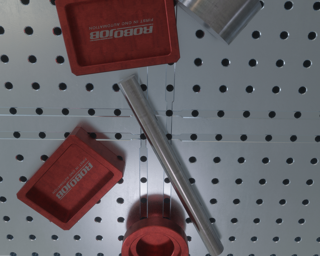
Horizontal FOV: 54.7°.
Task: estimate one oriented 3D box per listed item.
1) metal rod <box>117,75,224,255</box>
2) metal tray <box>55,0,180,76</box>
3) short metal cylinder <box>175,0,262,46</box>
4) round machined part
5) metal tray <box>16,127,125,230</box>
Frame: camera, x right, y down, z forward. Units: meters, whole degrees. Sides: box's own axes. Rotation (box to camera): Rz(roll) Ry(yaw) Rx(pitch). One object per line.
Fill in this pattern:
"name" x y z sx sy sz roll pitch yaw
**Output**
"metal rod" 0.023 0.065 0.437 0.025 0.025 0.299 -25 109 8
"metal tray" -0.046 -0.116 0.367 0.131 0.030 0.089 -7 110 2
"short metal cylinder" 0.061 -0.135 0.335 0.080 0.080 0.050 37 106 -13
"round machined part" -0.007 0.175 0.469 0.099 0.042 0.097 0 110 0
"metal tray" -0.124 0.074 0.436 0.090 0.030 0.130 41 105 -14
